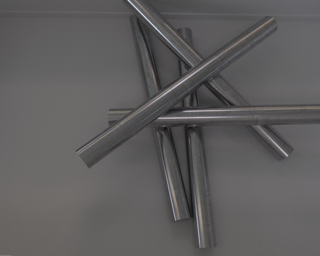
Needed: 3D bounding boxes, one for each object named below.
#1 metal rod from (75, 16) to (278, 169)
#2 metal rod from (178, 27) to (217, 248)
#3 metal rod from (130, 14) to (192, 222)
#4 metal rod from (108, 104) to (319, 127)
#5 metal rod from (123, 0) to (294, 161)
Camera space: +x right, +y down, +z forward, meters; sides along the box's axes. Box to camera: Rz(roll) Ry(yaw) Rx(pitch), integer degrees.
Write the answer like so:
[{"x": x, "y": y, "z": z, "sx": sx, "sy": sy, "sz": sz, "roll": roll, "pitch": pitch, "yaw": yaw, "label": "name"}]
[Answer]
[{"x": 0.032, "y": -0.053, "z": 0.376, "sx": 0.301, "sy": 0.025, "sz": 0.025, "roll": -37, "pitch": 74, "yaw": -16, "label": "metal rod"}, {"x": 0.044, "y": -0.002, "z": 0.410, "sx": 0.025, "sy": 0.025, "sz": 0.299, "roll": -3, "pitch": 70, "yaw": -1, "label": "metal rod"}, {"x": -0.004, "y": -0.028, "z": 0.419, "sx": 0.025, "sy": 0.025, "sz": 0.299, "roll": -11, "pitch": 70, "yaw": -4, "label": "metal rod"}, {"x": 0.088, "y": -0.015, "z": 0.381, "sx": 0.302, "sy": 0.025, "sz": 0.025, "roll": -1, "pitch": 70, "yaw": 3, "label": "metal rod"}, {"x": 0.060, "y": -0.074, "z": 0.413, "sx": 0.025, "sy": 0.025, "sz": 0.300, "roll": -42, "pitch": 84, "yaw": -14, "label": "metal rod"}]
